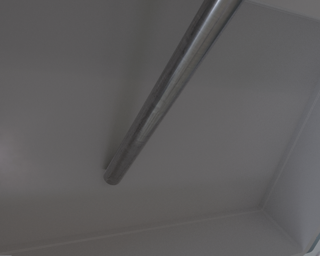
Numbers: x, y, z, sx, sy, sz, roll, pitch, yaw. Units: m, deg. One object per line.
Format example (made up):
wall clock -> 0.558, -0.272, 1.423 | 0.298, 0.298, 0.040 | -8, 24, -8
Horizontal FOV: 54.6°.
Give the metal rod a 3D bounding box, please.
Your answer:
metal rod -> -0.003, -0.021, 0.311 | 0.025, 0.025, 0.298 | 1, 144, -29
